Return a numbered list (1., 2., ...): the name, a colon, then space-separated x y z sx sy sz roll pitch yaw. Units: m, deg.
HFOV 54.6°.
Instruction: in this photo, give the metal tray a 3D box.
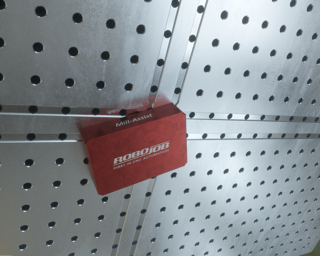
1. metal tray: -0.029 0.027 0.408 0.131 0.030 0.089 -17 125 -19
